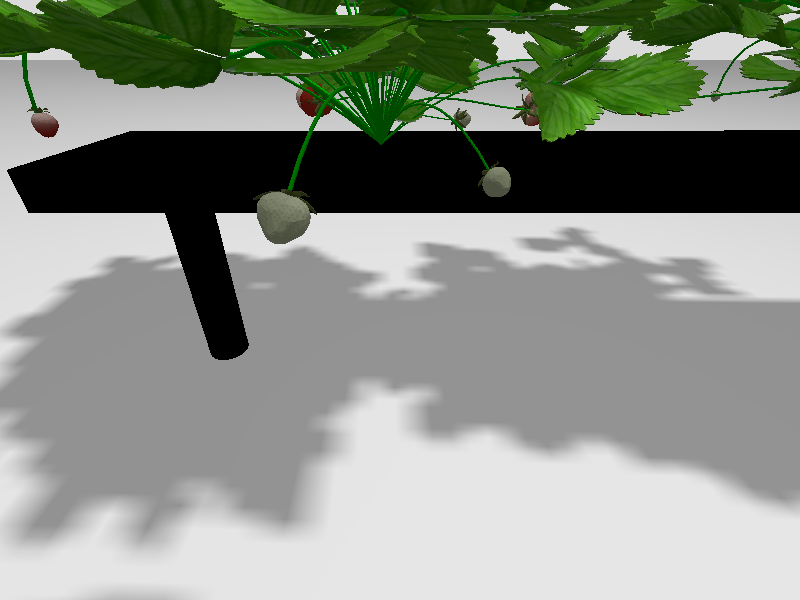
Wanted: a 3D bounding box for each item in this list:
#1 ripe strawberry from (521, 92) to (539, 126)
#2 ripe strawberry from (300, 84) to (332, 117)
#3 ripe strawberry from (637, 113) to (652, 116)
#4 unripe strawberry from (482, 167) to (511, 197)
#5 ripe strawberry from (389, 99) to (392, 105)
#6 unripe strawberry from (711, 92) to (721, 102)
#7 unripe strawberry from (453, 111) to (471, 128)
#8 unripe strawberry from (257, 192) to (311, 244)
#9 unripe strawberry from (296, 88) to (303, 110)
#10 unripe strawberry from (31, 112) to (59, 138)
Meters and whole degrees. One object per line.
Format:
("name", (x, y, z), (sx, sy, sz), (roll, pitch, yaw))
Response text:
("ripe strawberry", (0.137, -0.190, 0.397), (0.032, 0.033, 0.029), (-17, 36, -25))
("ripe strawberry", (-0.094, -0.224, 0.448), (0.038, 0.033, 0.038), (-16, 35, -23))
("ripe strawberry", (0.284, -0.235, 0.466), (0.036, 0.038, 0.039), (-25, 40, -34))
("unripe strawberry", (0.052, -0.061, 0.211), (0.015, 0.016, 0.015), (-14, -36, -22))
("ripe strawberry", (-0.007, -0.214, 0.444), (0.024, 0.021, 0.024), (2, 27, 3))
("unripe strawberry", (0.405, -0.261, 0.514), (0.011, 0.011, 0.011), (-4, 33, -6))
("unripe strawberry", (0.061, -0.176, 0.390), (0.016, 0.016, 0.017), (-27, 41, -36))
("unripe strawberry", (-0.047, -0.032, 0.161), (0.021, 0.021, 0.018), (5, -25, 8))
("unripe strawberry", (-0.112, -0.241, 0.486), (0.028, 0.030, 0.030), (-15, -20, -23))
("unripe strawberry", (-0.263, -0.130, 0.297), (0.015, 0.018, 0.018), (-4, 32, -6))
